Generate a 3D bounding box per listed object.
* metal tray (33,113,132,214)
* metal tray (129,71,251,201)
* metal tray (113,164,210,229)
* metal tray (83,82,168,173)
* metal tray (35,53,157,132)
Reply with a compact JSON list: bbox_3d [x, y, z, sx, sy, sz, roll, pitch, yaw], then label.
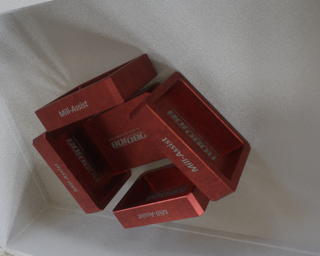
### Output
[{"bbox_3d":[-0.106,0.045,0.445,0.030,0.090,0.130,-23,106,36],"label":"metal tray"},{"bbox_3d":[0.039,0.006,0.347,0.130,0.090,0.030,45,130,-4],"label":"metal tray"},{"bbox_3d":[0.010,0.083,0.409,0.130,0.090,0.030,-22,107,36],"label":"metal tray"},{"bbox_3d":[-0.033,0.004,0.420,0.130,0.030,0.090,-21,107,35],"label":"metal tray"},{"bbox_3d":[-0.078,-0.042,0.377,0.130,0.090,0.030,-17,110,34],"label":"metal tray"}]
